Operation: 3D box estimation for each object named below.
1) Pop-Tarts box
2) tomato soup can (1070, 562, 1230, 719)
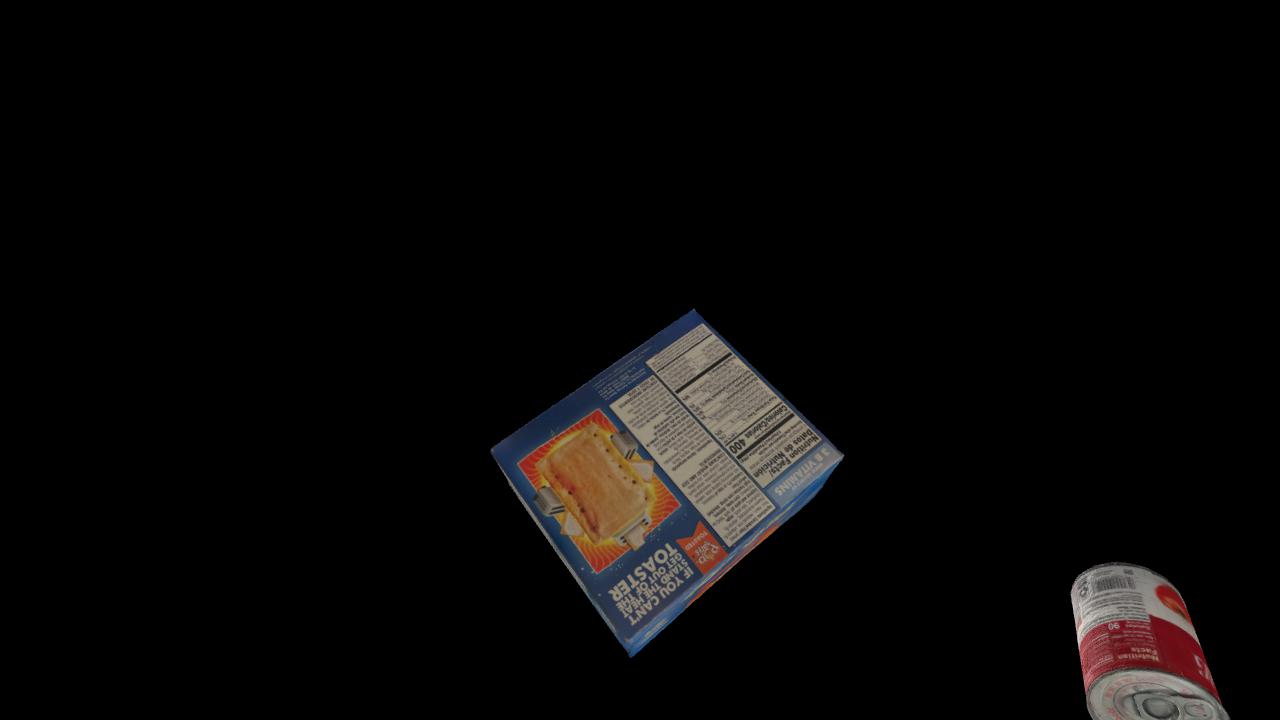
[{"bbox_3d":[0.015,0.075,0.403,0.167,0.141,0.083,-35,-25,-17],"label":"Pop-Tarts box"},{"bbox_3d":[0.330,0.193,0.408,0.068,0.068,0.101,0,22,29],"label":"tomato soup can"}]
